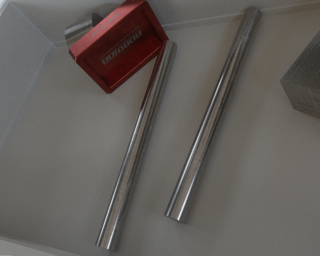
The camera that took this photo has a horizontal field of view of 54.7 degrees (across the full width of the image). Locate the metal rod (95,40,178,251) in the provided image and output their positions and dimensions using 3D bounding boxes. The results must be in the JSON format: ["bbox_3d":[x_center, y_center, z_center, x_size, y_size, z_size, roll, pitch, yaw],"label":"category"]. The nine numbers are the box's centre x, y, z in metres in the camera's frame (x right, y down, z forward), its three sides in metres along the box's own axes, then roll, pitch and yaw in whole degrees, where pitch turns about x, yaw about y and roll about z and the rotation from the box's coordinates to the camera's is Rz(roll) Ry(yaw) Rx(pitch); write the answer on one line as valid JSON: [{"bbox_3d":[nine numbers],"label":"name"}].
[{"bbox_3d":[-0.024,0.006,0.413,0.025,0.025,0.300,2,63,29],"label":"metal rod"}]

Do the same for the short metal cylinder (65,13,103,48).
[{"bbox_3d":[-0.111,-0.142,0.513,0.050,0.080,0.080,-21,54,16],"label":"short metal cylinder"}]

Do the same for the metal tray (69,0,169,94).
[{"bbox_3d":[-0.058,-0.123,0.467,0.130,0.090,0.030,-40,51,1],"label":"metal tray"}]

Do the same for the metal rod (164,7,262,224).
[{"bbox_3d":[0.073,-0.030,0.384,0.025,0.025,0.300,11,67,32],"label":"metal rod"}]

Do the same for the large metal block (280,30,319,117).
[{"bbox_3d":[0.186,-0.053,0.314,0.080,0.050,0.080,-50,39,-8],"label":"large metal block"}]
